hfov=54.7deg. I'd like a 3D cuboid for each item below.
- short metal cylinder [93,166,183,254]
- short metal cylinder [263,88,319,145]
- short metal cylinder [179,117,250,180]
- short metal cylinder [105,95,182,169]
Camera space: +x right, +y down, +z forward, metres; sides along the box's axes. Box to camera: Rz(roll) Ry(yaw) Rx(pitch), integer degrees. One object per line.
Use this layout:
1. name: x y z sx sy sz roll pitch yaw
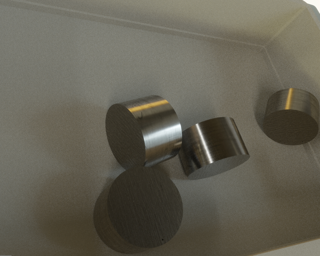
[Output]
1. short metal cylinder: -0.023 0.086 0.324 0.081 0.050 0.080 13 58 -22
2. short metal cylinder: 0.211 -0.017 0.497 0.080 0.080 0.050 32 52 -8
3. short metal cylinder: 0.065 0.027 0.391 0.081 0.080 0.050 -5 64 -31
4. short metal cylinder: -0.020 0.006 0.357 0.050 0.080 0.080 -18 72 -35
